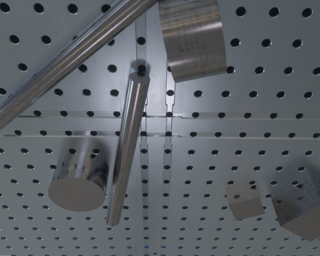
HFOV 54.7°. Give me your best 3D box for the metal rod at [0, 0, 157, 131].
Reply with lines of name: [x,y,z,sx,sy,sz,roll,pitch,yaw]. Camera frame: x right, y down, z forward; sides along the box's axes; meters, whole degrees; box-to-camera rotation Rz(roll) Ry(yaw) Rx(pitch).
metal rod: [-0.119,-0.066,0.354,0.300,0.025,0.025,-31,124,23]

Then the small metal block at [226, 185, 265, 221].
small metal block: [0.144,0.127,0.521,0.050,0.025,0.050,-18,128,14]

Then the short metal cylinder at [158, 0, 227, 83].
short metal cylinder: [0.032,-0.088,0.301,0.050,0.080,0.080,-11,130,9]

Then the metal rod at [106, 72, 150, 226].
metal rod: [-0.054,0.052,0.455,0.025,0.025,0.298,9,130,-8]

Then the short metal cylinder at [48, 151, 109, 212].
short metal cylinder: [-0.119,0.081,0.463,0.081,0.050,0.079,0,130,0]

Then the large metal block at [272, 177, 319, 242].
large metal block: [0.251,0.137,0.515,0.080,0.050,0.080,30,124,-24]
